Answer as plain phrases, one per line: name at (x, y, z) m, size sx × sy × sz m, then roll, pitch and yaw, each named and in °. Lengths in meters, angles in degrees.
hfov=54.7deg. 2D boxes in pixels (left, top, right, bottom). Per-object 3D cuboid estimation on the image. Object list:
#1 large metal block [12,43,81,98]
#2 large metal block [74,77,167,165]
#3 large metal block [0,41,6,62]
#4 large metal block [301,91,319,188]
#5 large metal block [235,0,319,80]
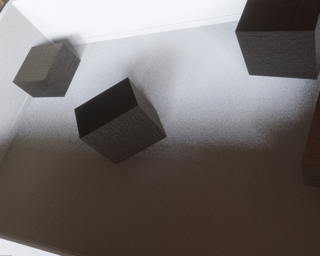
large metal block at (-0.203, -0.103, 0.560) m, size 0.080 × 0.050 × 0.080 m, roll 2°, pitch 63°, yaw 29°
large metal block at (-0.049, -0.006, 0.400) m, size 0.080 × 0.080 × 0.050 m, roll -29°, pitch 52°, yaw 9°
large metal block at (-0.414, -0.175, 0.718) m, size 0.080 × 0.050 × 0.080 m, roll -38°, pitch 51°, yaw 2°
large metal block at (0.183, 0.017, 0.283) m, size 0.080 × 0.050 × 0.080 m, roll 10°, pitch 67°, yaw 32°
large metal block at (0.142, -0.103, 0.359) m, size 0.080 × 0.080 × 0.050 m, roll 11°, pitch 67°, yaw 32°
